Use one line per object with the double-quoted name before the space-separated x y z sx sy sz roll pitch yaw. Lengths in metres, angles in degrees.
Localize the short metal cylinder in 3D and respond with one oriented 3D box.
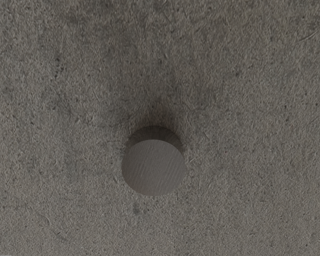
"short metal cylinder" -0.008 0.043 0.412 0.080 0.050 0.079 0 110 0
